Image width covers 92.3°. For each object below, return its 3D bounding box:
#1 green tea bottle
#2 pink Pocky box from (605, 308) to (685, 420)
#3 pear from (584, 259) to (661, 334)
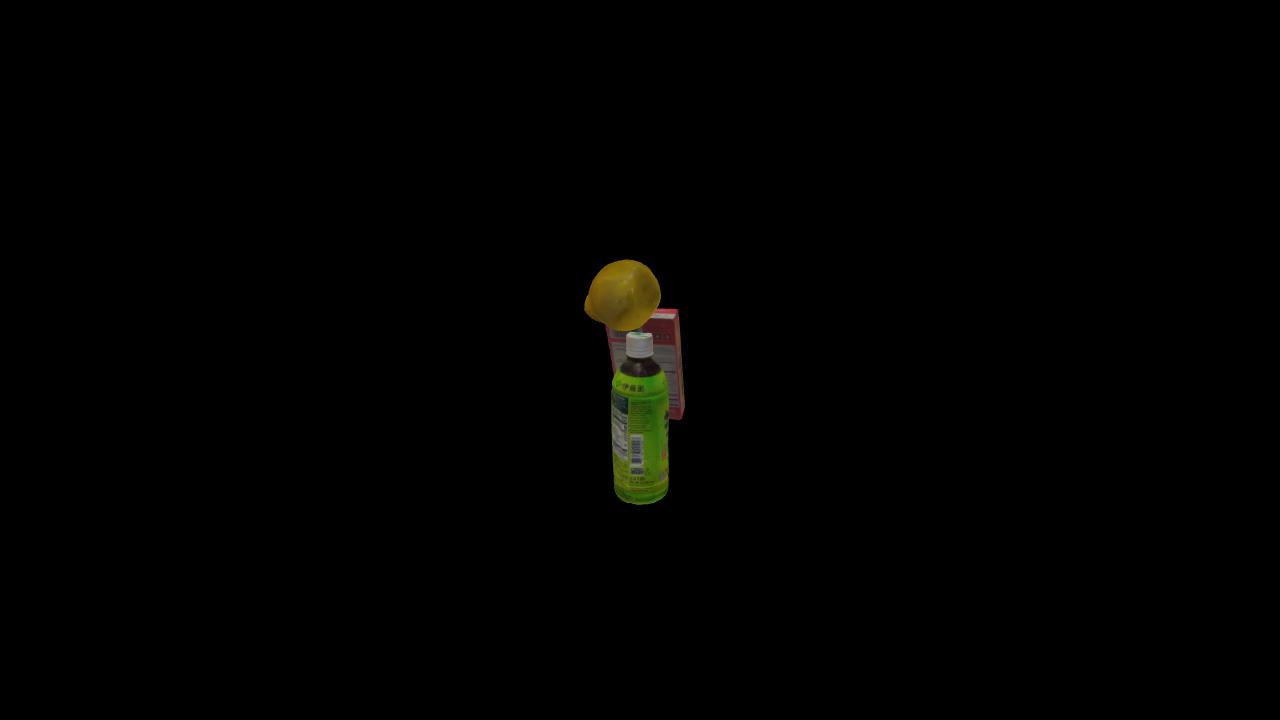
[{"bbox_3d":[0.001,0.069,0.741,0.073,0.212,0.073,0,22,0],"label":"green tea bottle"},{"bbox_3d":[0.009,0.006,0.756,0.084,0.155,0.029,3,37,14],"label":"pink Pocky box"},{"bbox_3d":[-0.034,-0.066,0.678,0.111,0.080,0.080,-16,-10,37],"label":"pear"}]
